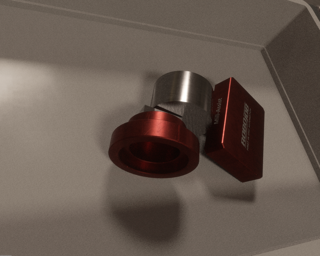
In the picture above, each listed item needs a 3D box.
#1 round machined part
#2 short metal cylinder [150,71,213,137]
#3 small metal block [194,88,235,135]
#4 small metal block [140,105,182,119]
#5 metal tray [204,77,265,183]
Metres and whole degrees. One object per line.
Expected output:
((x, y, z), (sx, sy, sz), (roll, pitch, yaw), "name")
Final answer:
((-0.005, 0.017, 0.347), (0.099, 0.097, 0.042), (18, 55, -18), "round machined part")
((0.028, -0.028, 0.405), (0.080, 0.080, 0.050), (21, 54, -16), "short metal cylinder")
((0.083, -0.025, 0.468), (0.050, 0.025, 0.050), (26, 52, -13), "small metal block")
((-0.007, 0.002, 0.386), (0.050, 0.050, 0.025), (19, 54, -18), "small metal block")
((0.112, 0.001, 0.447), (0.090, 0.030, 0.130), (38, 48, -27), "metal tray")
